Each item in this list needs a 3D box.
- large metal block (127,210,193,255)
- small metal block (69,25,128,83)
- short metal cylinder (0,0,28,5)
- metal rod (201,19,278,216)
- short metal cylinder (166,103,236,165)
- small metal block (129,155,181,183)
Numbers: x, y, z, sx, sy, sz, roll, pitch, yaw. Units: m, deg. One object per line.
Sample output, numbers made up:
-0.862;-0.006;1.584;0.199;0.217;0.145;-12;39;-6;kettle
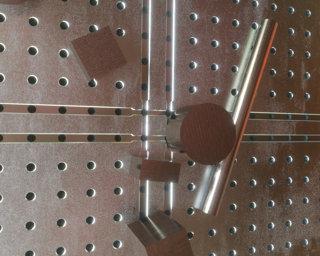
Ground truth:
0.004;0.159;0.385;0.050;0.080;0.080;-19;97;-19;large metal block
-0.076;-0.091;0.384;0.050;0.025;0.050;-30;100;-18;small metal block
-0.171;-0.183;0.336;0.081;0.050;0.080;0;90;-20;short metal cylinder
0.118;-0.020;0.455;0.025;0.025;0.299;22;83;-19;metal rod
0.054;0.007;0.419;0.081;0.050;0.080;0;90;-20;short metal cylinder
-0.008;0.052;0.396;0.050;0.050;0.025;9;87;-20;small metal block
